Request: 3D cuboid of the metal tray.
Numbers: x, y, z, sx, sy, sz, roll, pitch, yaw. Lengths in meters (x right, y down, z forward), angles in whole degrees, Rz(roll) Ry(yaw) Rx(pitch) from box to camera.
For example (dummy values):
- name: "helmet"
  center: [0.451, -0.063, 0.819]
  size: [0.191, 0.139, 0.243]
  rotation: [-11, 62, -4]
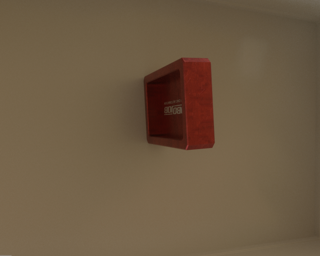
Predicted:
- name: "metal tray"
  center: [0.016, -0.024, 0.360]
  size: [0.030, 0.130, 0.090]
  rotation: [-3, 91, -20]
